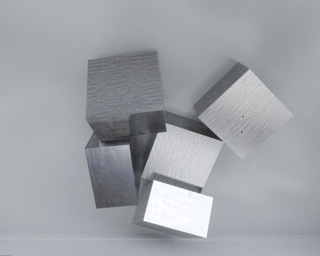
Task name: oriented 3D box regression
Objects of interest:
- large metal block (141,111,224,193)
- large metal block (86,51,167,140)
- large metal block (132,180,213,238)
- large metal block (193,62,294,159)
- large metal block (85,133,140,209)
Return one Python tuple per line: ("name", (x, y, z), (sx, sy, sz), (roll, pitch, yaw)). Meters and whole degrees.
("large metal block", (0.027, 0.031, 0.409), (0.080, 0.050, 0.079), (18, 109, -7))
("large metal block", (-0.038, -0.037, 0.360), (0.080, 0.080, 0.050), (-7, 152, 3))
("large metal block", (0.014, 0.112, 0.415), (0.080, 0.080, 0.050), (18, 67, -9))
("large metal block", (0.101, -0.022, 0.390), (0.080, 0.050, 0.080), (42, 104, -14))
("large metal block", (-0.056, 0.044, 0.396), (0.050, 0.080, 0.079), (-5, 110, 1))
